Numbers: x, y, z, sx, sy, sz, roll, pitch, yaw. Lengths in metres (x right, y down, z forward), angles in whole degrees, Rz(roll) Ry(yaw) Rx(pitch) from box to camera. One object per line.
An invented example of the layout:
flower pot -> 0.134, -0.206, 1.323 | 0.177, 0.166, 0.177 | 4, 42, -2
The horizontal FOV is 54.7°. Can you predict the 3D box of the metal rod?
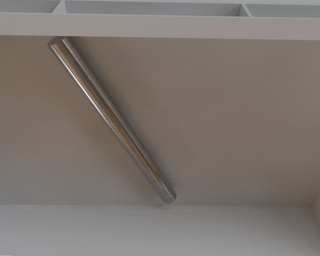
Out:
metal rod -> -0.046, 0.009, 0.416 | 0.025, 0.025, 0.299 | -19, 128, 15
